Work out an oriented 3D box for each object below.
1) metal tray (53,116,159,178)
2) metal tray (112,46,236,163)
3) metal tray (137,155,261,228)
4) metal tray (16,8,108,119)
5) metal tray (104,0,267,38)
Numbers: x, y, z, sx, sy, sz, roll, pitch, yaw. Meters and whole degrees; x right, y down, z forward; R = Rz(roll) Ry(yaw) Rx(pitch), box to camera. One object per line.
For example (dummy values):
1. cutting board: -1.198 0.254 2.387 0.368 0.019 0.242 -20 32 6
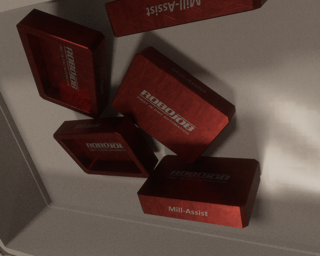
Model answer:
1. metal tray: -0.078 0.029 0.439 0.130 0.030 0.090 -3 133 35
2. metal tray: 0.013 -0.026 0.381 0.130 0.030 0.089 36 129 3
3. metal tray: 0.049 0.072 0.384 0.130 0.090 0.030 0 118 27
4. metal tray: -0.113 -0.072 0.383 0.090 0.030 0.129 21 147 6
5. metal tray: 0.029 -0.117 0.278 0.130 0.090 0.030 -2 118 28
